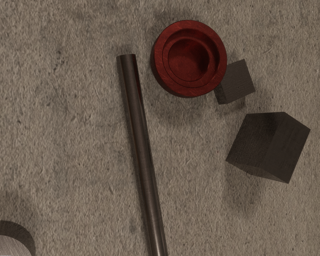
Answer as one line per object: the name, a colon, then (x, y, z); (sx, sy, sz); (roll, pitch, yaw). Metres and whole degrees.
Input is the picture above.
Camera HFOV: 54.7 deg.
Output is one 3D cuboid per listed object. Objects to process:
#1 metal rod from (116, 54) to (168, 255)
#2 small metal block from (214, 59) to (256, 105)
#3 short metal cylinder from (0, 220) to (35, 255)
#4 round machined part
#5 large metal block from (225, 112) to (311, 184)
metal rod: (-0.020, 0.056, 0.402); (0.025, 0.025, 0.298); (-10, 94, -20)
small metal block: (0.104, -0.067, 0.449); (0.050, 0.025, 0.050); (-24, 99, -19)
short metal cylinder: (-0.177, 0.146, 0.331); (0.081, 0.050, 0.079); (0, 90, -21)
round machined part: (0.035, -0.088, 0.410); (0.099, 0.042, 0.097); (0, 88, -15)
large metal block: (0.149, 0.025, 0.437); (0.050, 0.080, 0.080); (29, 80, -18)
